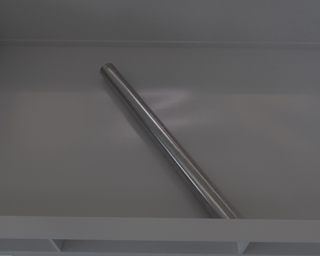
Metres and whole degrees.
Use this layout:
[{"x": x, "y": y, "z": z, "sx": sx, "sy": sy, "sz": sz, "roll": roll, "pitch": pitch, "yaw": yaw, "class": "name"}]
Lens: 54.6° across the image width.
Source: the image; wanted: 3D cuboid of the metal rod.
[{"x": -0.001, "y": 0.007, "z": 0.398, "sx": 0.025, "sy": 0.025, "sz": 0.300, "roll": -26, "pitch": 55, "yaw": -20, "class": "metal rod"}]
